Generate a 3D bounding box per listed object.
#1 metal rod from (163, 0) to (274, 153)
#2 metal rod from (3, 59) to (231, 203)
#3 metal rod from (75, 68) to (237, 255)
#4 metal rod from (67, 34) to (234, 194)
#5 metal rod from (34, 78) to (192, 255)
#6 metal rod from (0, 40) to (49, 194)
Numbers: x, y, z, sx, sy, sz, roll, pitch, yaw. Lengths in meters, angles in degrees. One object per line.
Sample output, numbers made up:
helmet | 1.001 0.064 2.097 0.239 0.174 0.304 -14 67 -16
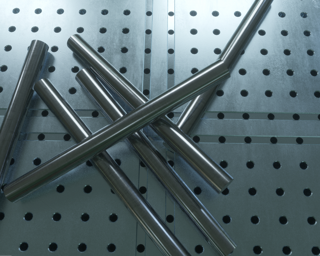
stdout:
metal rod | 0.093 -0.094 0.446 0.025 0.025 0.300 30 73 10
metal rod | -0.054 0.006 0.372 0.301 0.025 0.025 -30 72 4
metal rod | -0.014 0.034 0.399 0.025 0.025 0.300 -37 74 -12
metal rod | -0.026 -0.031 0.403 0.025 0.025 0.300 -41 68 -13
metal rod | -0.068 0.048 0.393 0.025 0.025 0.300 -38 75 -13
metal rod | -0.200 0.017 0.404 0.025 0.025 0.299 9 70 3
